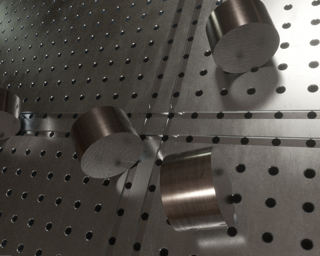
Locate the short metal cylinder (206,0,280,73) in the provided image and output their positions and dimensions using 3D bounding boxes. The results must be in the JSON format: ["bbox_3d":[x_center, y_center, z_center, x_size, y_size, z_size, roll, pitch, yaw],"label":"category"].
[{"bbox_3d":[0.102,-0.115,0.389,0.080,0.080,0.050,-19,55,17],"label":"short metal cylinder"}]

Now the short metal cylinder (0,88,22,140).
[{"bbox_3d":[-0.283,-0.023,0.532,0.080,0.080,0.050,-25,53,12],"label":"short metal cylinder"}]

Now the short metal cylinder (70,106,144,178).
[{"bbox_3d":[-0.068,0.019,0.396,0.080,0.080,0.050,-36,51,4],"label":"short metal cylinder"}]

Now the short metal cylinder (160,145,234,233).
[{"bbox_3d":[0.039,0.062,0.314,0.050,0.080,0.080,-14,56,20],"label":"short metal cylinder"}]
